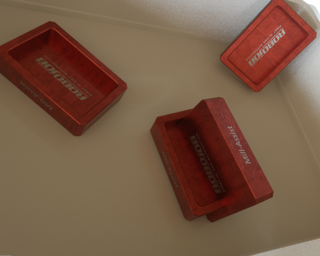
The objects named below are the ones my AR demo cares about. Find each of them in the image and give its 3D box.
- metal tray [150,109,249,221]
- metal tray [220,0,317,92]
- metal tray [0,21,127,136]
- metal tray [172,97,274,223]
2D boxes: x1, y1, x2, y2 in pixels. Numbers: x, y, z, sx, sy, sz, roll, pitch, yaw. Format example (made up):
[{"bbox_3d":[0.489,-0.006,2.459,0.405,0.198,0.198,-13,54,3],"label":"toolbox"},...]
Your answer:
[{"bbox_3d":[0.052,0.039,0.393,0.091,0.030,0.130,-14,69,-22],"label":"metal tray"},{"bbox_3d":[0.176,-0.136,0.517,0.090,0.130,0.030,41,19,-6],"label":"metal tray"},{"bbox_3d":[-0.117,-0.063,0.378,0.130,0.030,0.090,41,51,-1],"label":"metal tray"},{"bbox_3d":[0.068,0.039,0.378,0.030,0.090,0.130,-11,68,-34],"label":"metal tray"}]
